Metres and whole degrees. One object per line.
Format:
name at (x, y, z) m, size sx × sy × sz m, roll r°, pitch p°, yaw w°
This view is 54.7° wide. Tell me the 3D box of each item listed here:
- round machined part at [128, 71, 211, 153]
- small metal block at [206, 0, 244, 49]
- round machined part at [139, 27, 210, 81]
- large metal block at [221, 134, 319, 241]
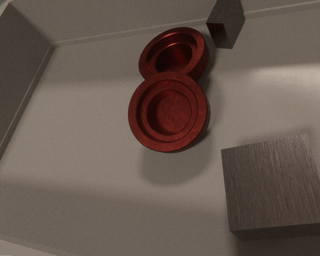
round machined part at (0.014, -0.017, 0.383) m, size 0.098 × 0.042 × 0.097 m, roll -3°, pitch 81°, yaw 18°
small metal block at (0.092, -0.146, 0.431) m, size 0.025 × 0.050 × 0.050 m, roll 15°, pitch 69°, yaw 34°
round machined part at (0.023, -0.091, 0.438) m, size 0.098 × 0.042 × 0.098 m, roll -13°, pitch 56°, yaw 20°
large metal block at (0.108, 0.059, 0.296) m, size 0.080 × 0.050 × 0.080 m, roll -13°, pitch 56°, yaw 21°
